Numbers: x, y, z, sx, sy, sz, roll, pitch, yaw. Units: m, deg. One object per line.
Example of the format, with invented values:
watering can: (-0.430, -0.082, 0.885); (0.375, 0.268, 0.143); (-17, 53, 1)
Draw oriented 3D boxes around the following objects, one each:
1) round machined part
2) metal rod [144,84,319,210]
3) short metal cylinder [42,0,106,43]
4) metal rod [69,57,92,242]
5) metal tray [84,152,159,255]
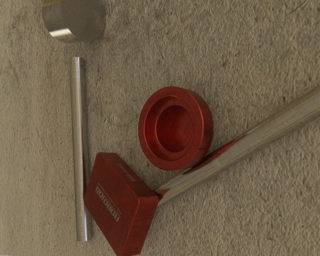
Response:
round machined part: (0.023, 0.001, 0.373); (0.098, 0.042, 0.097); (-2, 87, 41)
metal rod: (0.085, 0.023, 0.334); (0.299, 0.025, 0.025); (-38, 67, 33)
short metal cylinder: (-0.131, -0.174, 0.478); (0.050, 0.081, 0.079); (6, 94, 40)
metal rod: (-0.132, 0.033, 0.513); (0.025, 0.025, 0.298); (-5, 87, 40)
metal tray: (-0.060, 0.101, 0.432); (0.130, 0.030, 0.089); (36, 112, 48)
